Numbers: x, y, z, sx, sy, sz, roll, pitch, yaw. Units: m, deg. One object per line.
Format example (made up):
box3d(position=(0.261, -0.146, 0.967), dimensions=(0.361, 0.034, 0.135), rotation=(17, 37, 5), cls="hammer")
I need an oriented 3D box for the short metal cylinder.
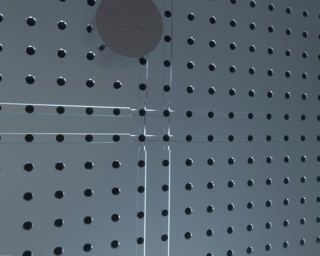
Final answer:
box3d(position=(-0.043, -0.122, 0.384), dimensions=(0.081, 0.050, 0.079), rotation=(0, 90, -21), cls="short metal cylinder")
